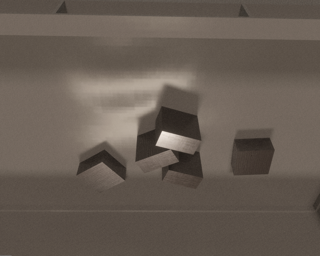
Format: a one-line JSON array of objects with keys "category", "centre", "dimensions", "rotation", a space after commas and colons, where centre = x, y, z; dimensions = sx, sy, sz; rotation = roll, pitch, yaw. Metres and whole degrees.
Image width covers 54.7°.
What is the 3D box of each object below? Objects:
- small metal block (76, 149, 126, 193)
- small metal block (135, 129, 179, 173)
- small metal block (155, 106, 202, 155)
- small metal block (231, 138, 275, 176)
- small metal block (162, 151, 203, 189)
[{"category": "small metal block", "centre": [-0.087, 0.066, 0.464], "dimensions": [0.050, 0.025, 0.050], "rotation": [-28, 125, 21]}, {"category": "small metal block", "centre": [-0.004, 0.027, 0.416], "dimensions": [0.050, 0.050, 0.025], "rotation": [-21, 128, 16]}, {"category": "small metal block", "centre": [0.022, 0.003, 0.395], "dimensions": [0.050, 0.050, 0.025], "rotation": [14, 128, -13]}, {"category": "small metal block", "centre": [0.132, 0.042, 0.447], "dimensions": [0.050, 0.025, 0.050], "rotation": [-2, 130, 1]}, {"category": "small metal block", "centre": [0.031, 0.054, 0.440], "dimensions": [0.050, 0.050, 0.025], "rotation": [15, 128, -13]}]
